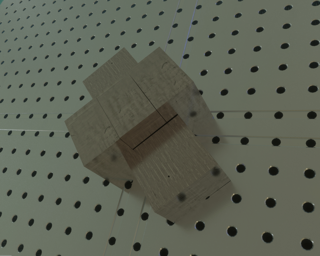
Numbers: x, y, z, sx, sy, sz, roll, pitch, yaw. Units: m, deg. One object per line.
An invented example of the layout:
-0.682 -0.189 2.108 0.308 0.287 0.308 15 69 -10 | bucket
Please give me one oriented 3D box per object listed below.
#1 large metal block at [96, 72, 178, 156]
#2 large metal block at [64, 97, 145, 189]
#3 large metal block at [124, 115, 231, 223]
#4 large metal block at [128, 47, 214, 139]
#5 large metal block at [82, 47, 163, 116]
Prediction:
-0.026 -0.011 0.392 0.050 0.080 0.080 -38 51 3 | large metal block
-0.065 0.020 0.394 0.050 0.080 0.080 -38 51 3 | large metal block
0.018 0.046 0.353 0.080 0.050 0.080 -38 51 3 | large metal block
0.014 -0.042 0.390 0.050 0.080 0.080 -38 51 3 | large metal block
-0.054 -0.058 0.451 0.080 0.050 0.080 -39 51 2 | large metal block
